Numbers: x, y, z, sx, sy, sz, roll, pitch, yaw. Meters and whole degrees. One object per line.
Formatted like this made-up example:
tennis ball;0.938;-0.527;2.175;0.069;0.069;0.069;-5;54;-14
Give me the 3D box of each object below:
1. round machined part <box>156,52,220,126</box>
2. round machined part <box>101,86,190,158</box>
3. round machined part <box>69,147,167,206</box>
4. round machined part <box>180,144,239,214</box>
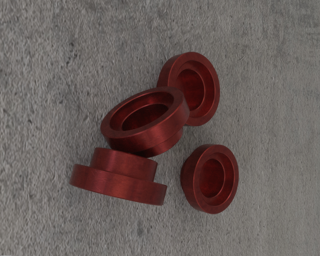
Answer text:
round machined part;0.034;-0.051;0.422;0.099;0.042;0.097;0;90;-40
round machined part;-0.013;-0.003;0.347;0.098;0.098;0.042;-44;124;-31
round machined part;-0.040;0.049;0.324;0.099;0.098;0.042;22;77;-38
round machined part;0.068;0.072;0.451;0.099;0.042;0.097;0;90;-40
